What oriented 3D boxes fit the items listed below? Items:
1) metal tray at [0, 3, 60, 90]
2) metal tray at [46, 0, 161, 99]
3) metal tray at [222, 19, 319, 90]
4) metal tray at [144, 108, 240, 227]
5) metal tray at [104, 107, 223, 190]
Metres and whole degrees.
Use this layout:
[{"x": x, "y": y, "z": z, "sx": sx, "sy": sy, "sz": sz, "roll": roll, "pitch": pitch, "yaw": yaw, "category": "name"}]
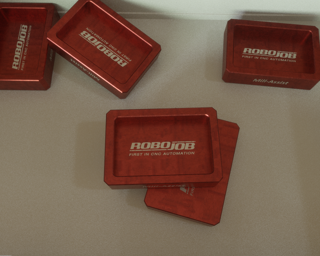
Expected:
[{"x": -0.201, "y": -0.119, "z": 0.448, "sx": 0.091, "sy": 0.030, "sz": 0.130, "roll": 1, "pitch": 70, "yaw": 0, "category": "metal tray"}, {"x": -0.076, "y": -0.113, "z": 0.431, "sx": 0.130, "sy": 0.030, "sz": 0.090, "roll": 36, "pitch": 73, "yaw": -2, "category": "metal tray"}, {"x": 0.159, "y": -0.107, "z": 0.446, "sx": 0.131, "sy": 0.030, "sz": 0.090, "roll": 6, "pitch": 70, "yaw": 2, "category": "metal tray"}, {"x": 0.041, "y": 0.047, "z": 0.390, "sx": 0.090, "sy": 0.030, "sz": 0.130, "roll": 15, "pitch": 71, "yaw": 5, "category": "metal tray"}, {"x": 0.003, "y": 0.024, "z": 0.365, "sx": 0.131, "sy": 0.030, "sz": 0.090, "roll": -2, "pitch": 70, "yaw": -1, "category": "metal tray"}]
